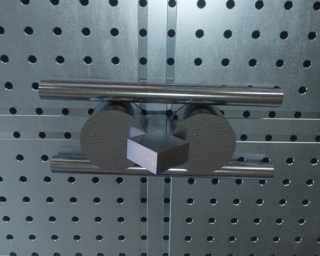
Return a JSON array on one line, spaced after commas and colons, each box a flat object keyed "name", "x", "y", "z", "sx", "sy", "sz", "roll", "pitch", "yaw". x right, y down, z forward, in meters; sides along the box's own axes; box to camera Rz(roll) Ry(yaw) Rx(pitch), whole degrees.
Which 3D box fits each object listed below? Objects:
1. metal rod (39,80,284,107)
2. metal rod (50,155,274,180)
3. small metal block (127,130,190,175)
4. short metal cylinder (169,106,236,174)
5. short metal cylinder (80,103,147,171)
[{"name": "metal rod", "x": 0.002, "y": -0.043, "z": 0.394, "sx": 0.302, "sy": 0.025, "sz": 0.025, "roll": 2, "pitch": 110, "yaw": -1}, {"name": "metal rod", "x": 0.004, "y": 0.055, "z": 0.430, "sx": 0.302, "sy": 0.025, "sz": 0.025, "roll": 2, "pitch": 110, "yaw": -1}, {"name": "small metal block", "x": -0.002, "y": 0.026, "z": 0.357, "sx": 0.050, "sy": 0.050, "sz": 0.025, "roll": -14, "pitch": 116, "yaw": -42}, {"name": "short metal cylinder", "x": 0.053, "y": 0.012, "z": 0.401, "sx": 0.081, "sy": 0.050, "sz": 0.079, "roll": 0, "pitch": 110, "yaw": 0}, {"name": "short metal cylinder", "x": -0.057, "y": 0.008, "z": 0.399, "sx": 0.081, "sy": 0.050, "sz": 0.079, "roll": 0, "pitch": 110, "yaw": 0}]
